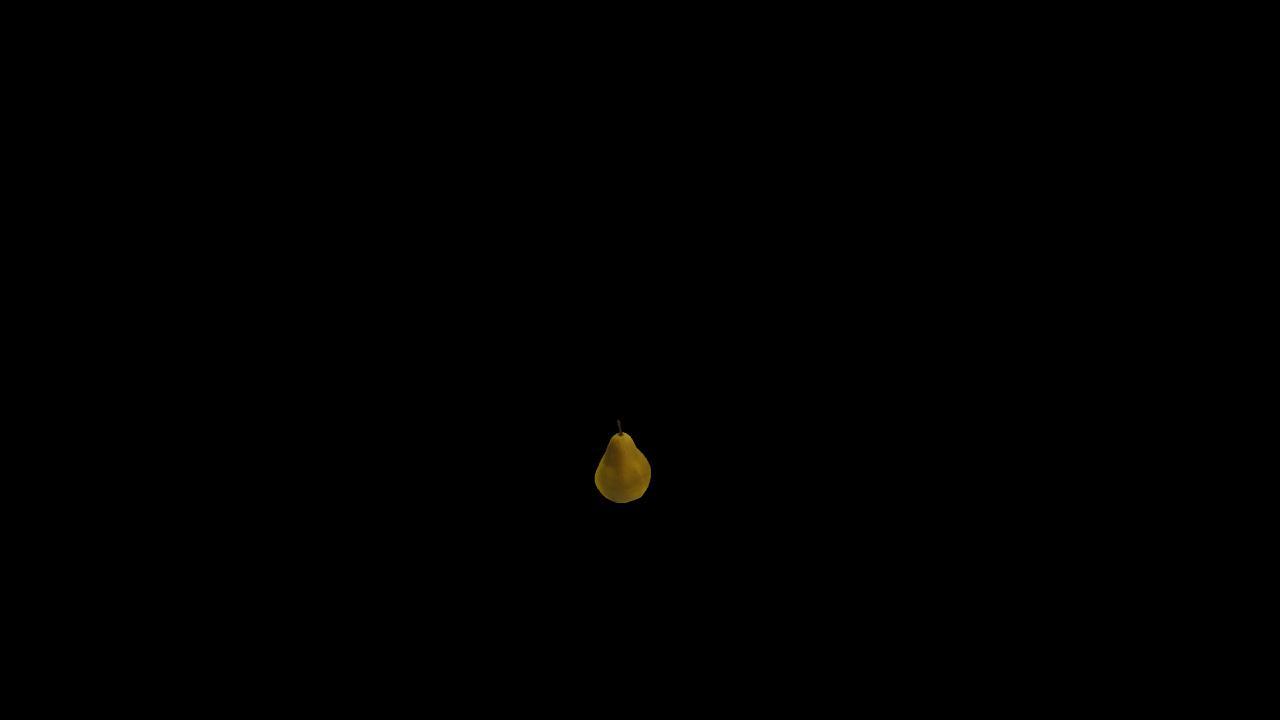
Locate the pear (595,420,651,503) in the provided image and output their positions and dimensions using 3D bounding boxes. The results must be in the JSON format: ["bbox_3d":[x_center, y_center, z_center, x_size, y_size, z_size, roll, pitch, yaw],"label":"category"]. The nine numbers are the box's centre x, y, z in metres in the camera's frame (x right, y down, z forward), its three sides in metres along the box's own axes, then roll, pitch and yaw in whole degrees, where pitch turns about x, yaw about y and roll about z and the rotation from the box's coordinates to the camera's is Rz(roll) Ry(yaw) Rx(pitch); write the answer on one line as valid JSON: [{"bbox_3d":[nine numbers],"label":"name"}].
[{"bbox_3d":[-0.022,0.132,0.801,0.080,0.111,0.080,-1,38,1],"label":"pear"}]
